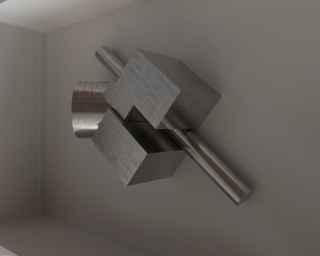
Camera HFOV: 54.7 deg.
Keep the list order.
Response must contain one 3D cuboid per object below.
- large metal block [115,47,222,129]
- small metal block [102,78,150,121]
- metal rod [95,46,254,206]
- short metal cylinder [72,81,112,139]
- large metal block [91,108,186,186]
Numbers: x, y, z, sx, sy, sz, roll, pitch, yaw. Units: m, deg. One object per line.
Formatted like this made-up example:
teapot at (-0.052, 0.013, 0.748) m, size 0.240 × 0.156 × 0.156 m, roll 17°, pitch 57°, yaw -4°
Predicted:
large metal block at (0.010, -0.044, 0.360) m, size 0.080 × 0.081 × 0.050 m, roll 48°, pitch 118°, yaw 29°
small metal block at (-0.034, -0.034, 0.385) m, size 0.050 × 0.050 × 0.025 m, roll 48°, pitch 119°, yaw 29°
metal rod at (0.001, -0.020, 0.403) m, size 0.300 × 0.025 × 0.025 m, roll 47°, pitch 118°, yaw 29°
short metal cylinder at (-0.086, -0.025, 0.430) m, size 0.050 × 0.080 × 0.079 m, roll 1°, pitch 91°, yaw 0°
large metal block at (-0.024, 0.021, 0.388) m, size 0.080 × 0.081 × 0.050 m, roll 47°, pitch 118°, yaw 29°
